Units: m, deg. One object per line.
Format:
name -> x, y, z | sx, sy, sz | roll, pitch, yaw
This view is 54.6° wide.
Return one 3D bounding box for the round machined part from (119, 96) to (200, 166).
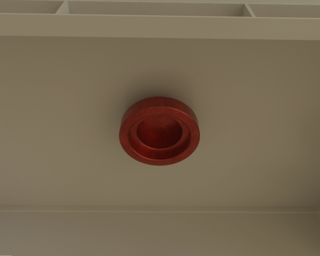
round machined part -> -0.001, 0.000, 0.393 | 0.099, 0.042, 0.097 | 0, 130, 0
